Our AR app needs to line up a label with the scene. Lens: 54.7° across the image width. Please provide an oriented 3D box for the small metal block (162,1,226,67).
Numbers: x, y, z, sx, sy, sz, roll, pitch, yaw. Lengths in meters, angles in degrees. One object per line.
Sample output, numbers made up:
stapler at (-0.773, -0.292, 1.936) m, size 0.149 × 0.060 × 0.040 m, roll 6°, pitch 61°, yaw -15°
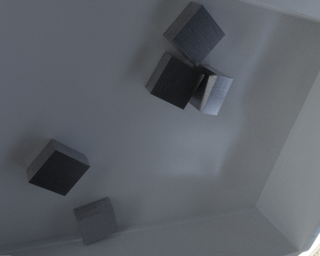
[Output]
small metal block at (0.040, -0.110, 0.364) m, size 0.050 × 0.025 × 0.050 m, roll -49°, pitch 129°, yaw 6°

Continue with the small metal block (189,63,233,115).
small metal block at (0.059, -0.051, 0.395) m, size 0.025 × 0.050 × 0.050 m, roll 7°, pitch 115°, yaw -33°

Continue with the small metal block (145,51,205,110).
small metal block at (0.018, -0.058, 0.379) m, size 0.050 × 0.025 × 0.050 m, roll 23°, pitch 106°, yaw -27°

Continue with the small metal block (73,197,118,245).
small metal block at (-0.091, 0.133, 0.442) m, size 0.050 × 0.025 × 0.050 m, roll -17°, pitch 126°, yaw -19°

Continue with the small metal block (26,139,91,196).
small metal block at (-0.122, 0.048, 0.373) m, size 0.050 × 0.025 × 0.050 m, roll -49°, pitch 129°, yaw 6°
